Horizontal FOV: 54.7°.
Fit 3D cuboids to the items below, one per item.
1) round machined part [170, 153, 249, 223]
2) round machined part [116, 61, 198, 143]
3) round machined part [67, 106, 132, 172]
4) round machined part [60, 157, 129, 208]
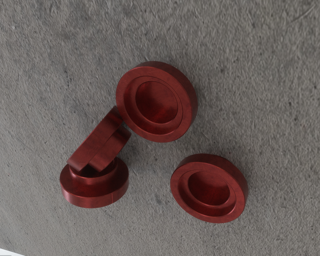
[{"bbox_3d":[0.067,0.074,0.406,0.098,0.042,0.097,13,124,21],"label":"round machined part"},{"bbox_3d":[-0.001,-0.034,0.375,0.098,0.042,0.097,13,124,21],"label":"round machined part"},{"bbox_3d":[-0.075,0.020,0.413,0.042,0.098,0.098,41,130,-9],"label":"round machined part"},{"bbox_3d":[-0.095,0.066,0.450,0.098,0.098,0.042,16,125,19],"label":"round machined part"}]
